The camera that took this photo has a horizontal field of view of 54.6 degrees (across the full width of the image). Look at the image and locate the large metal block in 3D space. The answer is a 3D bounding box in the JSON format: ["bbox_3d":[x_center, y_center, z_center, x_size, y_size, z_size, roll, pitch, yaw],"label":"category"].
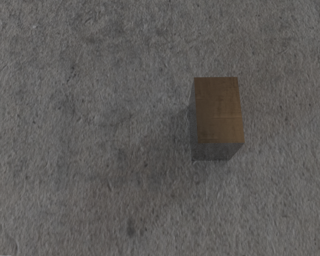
[{"bbox_3d":[0.065,-0.008,0.382,0.050,0.080,0.080,-1,70,0],"label":"large metal block"}]
